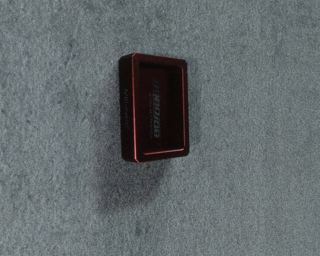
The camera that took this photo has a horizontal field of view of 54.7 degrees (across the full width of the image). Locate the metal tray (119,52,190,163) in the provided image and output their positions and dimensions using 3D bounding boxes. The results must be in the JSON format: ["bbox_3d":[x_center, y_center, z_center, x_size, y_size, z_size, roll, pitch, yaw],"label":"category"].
[{"bbox_3d":[-0.005,-0.025,0.398,0.091,0.030,0.129,-3,92,-40],"label":"metal tray"}]
